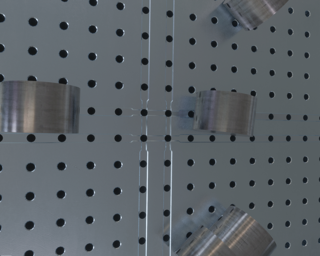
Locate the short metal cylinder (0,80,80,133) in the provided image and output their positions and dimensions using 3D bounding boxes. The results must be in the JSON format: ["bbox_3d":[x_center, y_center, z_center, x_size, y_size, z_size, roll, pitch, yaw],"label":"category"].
[{"bbox_3d":[-0.129,-0.020,0.336,0.081,0.080,0.050,2,90,-20],"label":"short metal cylinder"}]

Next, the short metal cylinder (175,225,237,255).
[{"bbox_3d":[0.065,0.176,0.408,0.050,0.080,0.080,-42,104,-15],"label":"short metal cylinder"}]

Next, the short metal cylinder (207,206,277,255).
[{"bbox_3d":[0.110,0.154,0.424,0.050,0.080,0.080,-42,104,-15],"label":"short metal cylinder"}]

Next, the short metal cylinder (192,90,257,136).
[{"bbox_3d":[0.086,-0.018,0.415,0.081,0.080,0.050,8,88,-20],"label":"short metal cylinder"}]

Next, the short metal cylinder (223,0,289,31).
[{"bbox_3d":[0.136,-0.183,0.433,0.050,0.080,0.080,45,76,-15],"label":"short metal cylinder"}]
